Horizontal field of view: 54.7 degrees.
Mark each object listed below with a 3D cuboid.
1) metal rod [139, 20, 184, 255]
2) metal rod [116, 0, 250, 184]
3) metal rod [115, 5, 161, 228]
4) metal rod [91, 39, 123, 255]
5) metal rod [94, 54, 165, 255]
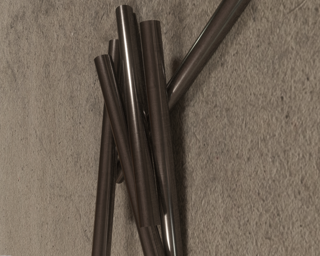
[{"bbox_3d":[0.003,0.024,0.376,0.025,0.025,0.298,-2,96,39],"label":"metal rod"},{"bbox_3d":[0.012,-0.038,0.392,0.025,0.025,0.298,49,119,28],"label":"metal rod"},{"bbox_3d":[-0.032,-0.028,0.399,0.025,0.025,0.299,-23,67,37],"label":"metal rod"},{"bbox_3d":[-0.070,0.022,0.432,0.025,0.025,0.298,-4,79,39],"label":"metal rod"},{"bbox_3d":[-0.038,0.046,0.396,0.025,0.025,0.299,-25,76,37],"label":"metal rod"}]
